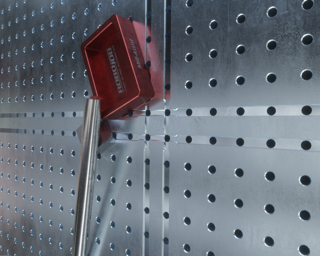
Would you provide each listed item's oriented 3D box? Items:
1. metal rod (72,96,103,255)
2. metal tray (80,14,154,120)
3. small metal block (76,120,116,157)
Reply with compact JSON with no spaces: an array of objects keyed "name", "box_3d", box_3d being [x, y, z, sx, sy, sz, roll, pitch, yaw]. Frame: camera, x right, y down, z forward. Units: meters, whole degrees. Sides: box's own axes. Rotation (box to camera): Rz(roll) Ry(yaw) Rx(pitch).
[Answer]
[{"name":"metal rod","box_3d":[-0.116,0.098,0.479,0.025,0.025,0.298,22,110,37]},{"name":"metal tray","box_3d":[-0.066,-0.087,0.458,0.090,0.030,0.129,-28,73,36]},{"name":"small metal block","box_3d":[-0.102,0.013,0.491,0.050,0.025,0.050,-36,68,34]}]
